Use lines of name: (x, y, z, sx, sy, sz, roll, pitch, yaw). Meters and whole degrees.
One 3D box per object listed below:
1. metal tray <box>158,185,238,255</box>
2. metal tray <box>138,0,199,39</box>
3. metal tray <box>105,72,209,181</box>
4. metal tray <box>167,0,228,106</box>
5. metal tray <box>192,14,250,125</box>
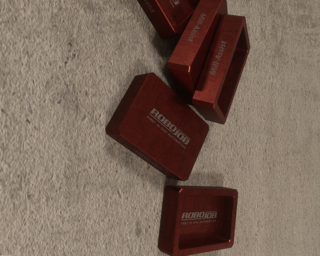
metal tray: (0.061, 0.132, 0.454, 0.131, 0.030, 0.089, 11, 83, -40)
metal tray: (0.004, -0.196, 0.406, 0.090, 0.030, 0.130, -52, 121, -28)
metal tray: (0.003, 0.002, 0.406, 0.130, 0.030, 0.090, 40, 66, -33)
metal tray: (0.058, -0.106, 0.426, 0.130, 0.030, 0.090, -64, 155, -20)
metal tray: (0.090, -0.078, 0.435, 0.090, 0.030, 0.130, 36, 72, -65)
